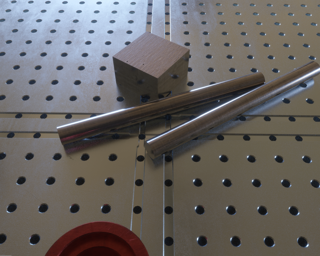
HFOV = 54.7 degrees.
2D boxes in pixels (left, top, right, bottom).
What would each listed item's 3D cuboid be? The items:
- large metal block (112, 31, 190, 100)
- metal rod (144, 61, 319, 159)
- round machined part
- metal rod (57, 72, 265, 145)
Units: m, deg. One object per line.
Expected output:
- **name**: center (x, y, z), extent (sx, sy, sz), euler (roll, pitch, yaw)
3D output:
- **large metal block**: center (-0.012, -0.094, 0.470), extent (0.080, 0.050, 0.080), euler (29, 56, 22)
- **metal rod**: center (0.115, -0.033, 0.436), extent (0.302, 0.025, 0.025), euler (-25, 55, -20)
- **round machined part**: center (-0.056, 0.139, 0.279), extent (0.099, 0.042, 0.098), euler (0, 50, 0)
- **metal rod**: center (0.012, -0.032, 0.434), extent (0.302, 0.025, 0.025), euler (-17, 52, -14)
